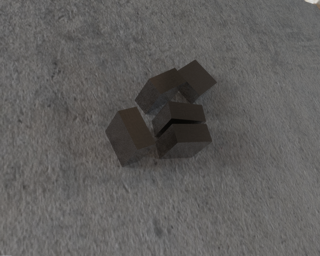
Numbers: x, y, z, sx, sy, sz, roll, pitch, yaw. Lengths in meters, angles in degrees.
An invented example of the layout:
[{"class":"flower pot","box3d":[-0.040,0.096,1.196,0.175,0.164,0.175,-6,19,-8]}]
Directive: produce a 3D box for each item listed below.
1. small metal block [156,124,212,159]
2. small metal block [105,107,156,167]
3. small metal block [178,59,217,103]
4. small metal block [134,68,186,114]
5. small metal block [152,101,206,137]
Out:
[{"class":"small metal block","box3d":[0.029,0.018,0.394,0.050,0.050,0.025,0,62,-29]},{"class":"small metal block","box3d":[-0.036,0.011,0.363,0.025,0.050,0.050,-17,71,-35]},{"class":"small metal block","box3d":[0.052,-0.071,0.477,0.050,0.025,0.050,48,51,5]},{"class":"small metal block","box3d":[0.000,-0.050,0.420,0.050,0.050,0.025,-31,79,-38]},{"class":"small metal block","box3d":[0.024,-0.009,0.408,0.050,0.050,0.025,4,60,-27]}]
